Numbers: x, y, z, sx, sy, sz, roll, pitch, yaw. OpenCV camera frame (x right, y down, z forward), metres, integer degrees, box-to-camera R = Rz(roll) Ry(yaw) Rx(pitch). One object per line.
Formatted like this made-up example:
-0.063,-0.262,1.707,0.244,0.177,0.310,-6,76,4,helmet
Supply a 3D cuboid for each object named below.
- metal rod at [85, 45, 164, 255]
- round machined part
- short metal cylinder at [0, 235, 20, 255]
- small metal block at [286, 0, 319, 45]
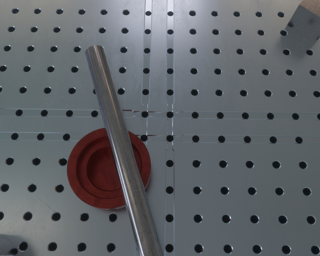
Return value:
-0.041,0.035,0.353,0.025,0.025,0.299,-16,71,-6,metal rod
-0.060,0.051,0.383,0.099,0.042,0.098,0,70,0,round machined part
-0.204,0.157,0.339,0.081,0.050,0.080,0,70,0,short metal cylinder
0.224,-0.160,0.458,0.050,0.050,0.025,38,75,12,small metal block
